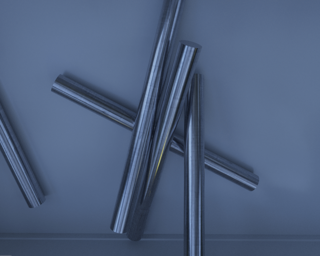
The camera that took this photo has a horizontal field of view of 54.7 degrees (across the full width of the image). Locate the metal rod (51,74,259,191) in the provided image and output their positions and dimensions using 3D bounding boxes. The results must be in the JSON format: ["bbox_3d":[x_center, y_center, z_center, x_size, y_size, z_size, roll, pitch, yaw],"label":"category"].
[{"bbox_3d":[0.002,0.011,0.415,0.301,0.025,0.025,27,108,-10],"label":"metal rod"}]

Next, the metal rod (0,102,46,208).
[{"bbox_3d":[-0.218,-0.027,0.398,0.025,0.025,0.298,-15,110,5],"label":"metal rod"}]

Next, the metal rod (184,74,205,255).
[{"bbox_3d":[0.042,0.083,0.376,0.025,0.025,0.298,1,84,-1],"label":"metal rod"}]

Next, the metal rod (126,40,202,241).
[{"bbox_3d":[-0.003,0.036,0.399,0.025,0.025,0.298,13,119,-5],"label":"metal rod"}]

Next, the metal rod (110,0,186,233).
[{"bbox_3d":[-0.018,-0.010,0.382,0.025,0.025,0.298,13,100,-5],"label":"metal rod"}]
